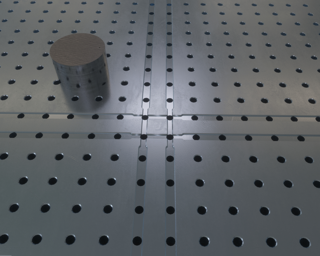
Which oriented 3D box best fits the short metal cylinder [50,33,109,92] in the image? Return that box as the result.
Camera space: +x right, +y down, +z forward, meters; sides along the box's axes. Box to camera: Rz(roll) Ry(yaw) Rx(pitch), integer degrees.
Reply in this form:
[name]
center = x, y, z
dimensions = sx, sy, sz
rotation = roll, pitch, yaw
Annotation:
[short metal cylinder]
center = -0.121, -0.101, 0.476
dimensions = 0.081, 0.050, 0.080
rotation = 0, 50, 0
